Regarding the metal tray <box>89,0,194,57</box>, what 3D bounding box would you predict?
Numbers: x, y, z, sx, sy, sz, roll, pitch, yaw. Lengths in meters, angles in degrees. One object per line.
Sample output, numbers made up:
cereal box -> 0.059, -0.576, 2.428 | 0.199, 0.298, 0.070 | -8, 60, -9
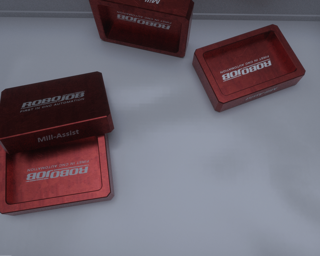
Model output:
metal tray -> -0.023, -0.147, 0.428 | 0.131, 0.090, 0.030 | 13, 71, 5

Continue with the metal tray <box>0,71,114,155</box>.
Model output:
metal tray -> -0.131, -0.023, 0.394 | 0.131, 0.030, 0.090 | -13, 49, -8

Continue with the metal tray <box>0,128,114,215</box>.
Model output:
metal tray -> -0.128, 0.053, 0.386 | 0.131, 0.030, 0.090 | -8, 70, -3

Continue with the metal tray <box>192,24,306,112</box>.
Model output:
metal tray -> 0.123, -0.086, 0.438 | 0.131, 0.030, 0.090 | -20, 71, -7
